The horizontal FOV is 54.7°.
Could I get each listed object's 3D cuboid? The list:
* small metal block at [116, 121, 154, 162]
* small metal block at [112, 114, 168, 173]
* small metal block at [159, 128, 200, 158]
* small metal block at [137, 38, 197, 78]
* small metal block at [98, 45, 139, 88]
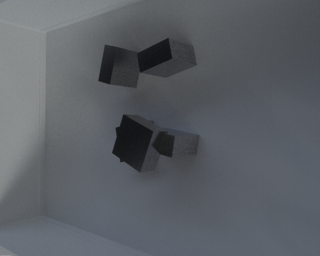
[{"bbox_3d":[-0.032,0.019,0.432,0.050,0.025,0.050,-15,81,38],"label":"small metal block"},{"bbox_3d":[-0.024,0.017,0.360,0.050,0.025,0.050,29,108,36],"label":"small metal block"},{"bbox_3d":[0.012,0.017,0.379,0.050,0.050,0.025,13,98,39],"label":"small metal block"},{"bbox_3d":[0.009,-0.085,0.382,0.050,0.050,0.025,-15,80,38],"label":"small metal block"},{"bbox_3d":[-0.054,-0.085,0.433,0.025,0.050,0.050,21,103,38],"label":"small metal block"}]
